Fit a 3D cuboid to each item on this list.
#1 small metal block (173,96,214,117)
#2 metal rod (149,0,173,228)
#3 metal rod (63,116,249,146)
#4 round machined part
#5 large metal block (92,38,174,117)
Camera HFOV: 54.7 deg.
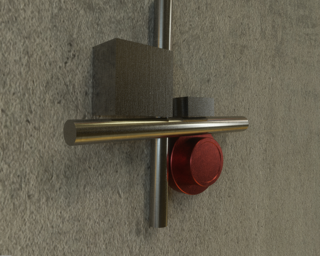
[{"bbox_3d":[0.038,-0.028,0.425,0.050,0.050,0.025,-2,92,-40],"label":"small metal block"},{"bbox_3d":[0.001,-0.022,0.409,0.025,0.025,0.298,2,89,-40],"label":"metal rod"},{"bbox_3d":[0.024,-0.001,0.396,0.302,0.025,0.025,-3,92,-44],"label":"metal rod"},{"bbox_3d":[0.053,0.047,0.441,0.099,0.042,0.097,0,90,-40],"label":"round machined part"},{"bbox_3d":[-0.031,-0.053,0.364,0.081,0.050,0.079,1,90,-40],"label":"large metal block"}]
